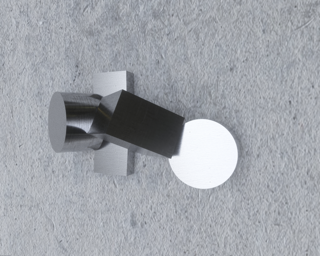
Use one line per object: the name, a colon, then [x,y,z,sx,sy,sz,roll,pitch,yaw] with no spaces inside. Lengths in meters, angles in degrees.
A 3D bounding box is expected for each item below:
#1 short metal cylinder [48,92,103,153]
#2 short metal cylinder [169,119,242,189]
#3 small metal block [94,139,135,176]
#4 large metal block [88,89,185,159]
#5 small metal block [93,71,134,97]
short metal cylinder: [-0.114,-0.008,0.416,0.080,0.050,0.079,2,92,55]
short metal cylinder: [0.056,0.029,0.377,0.080,0.050,0.079,0,90,19]
small metal block: [-0.063,0.038,0.431,0.050,0.025,0.050,3,91,19]
large metal block: [-0.031,-0.002,0.371,0.080,0.080,0.050,23,79,-24]
small metal block: [-0.064,-0.051,0.431,0.050,0.025,0.050,-1,90,19]
